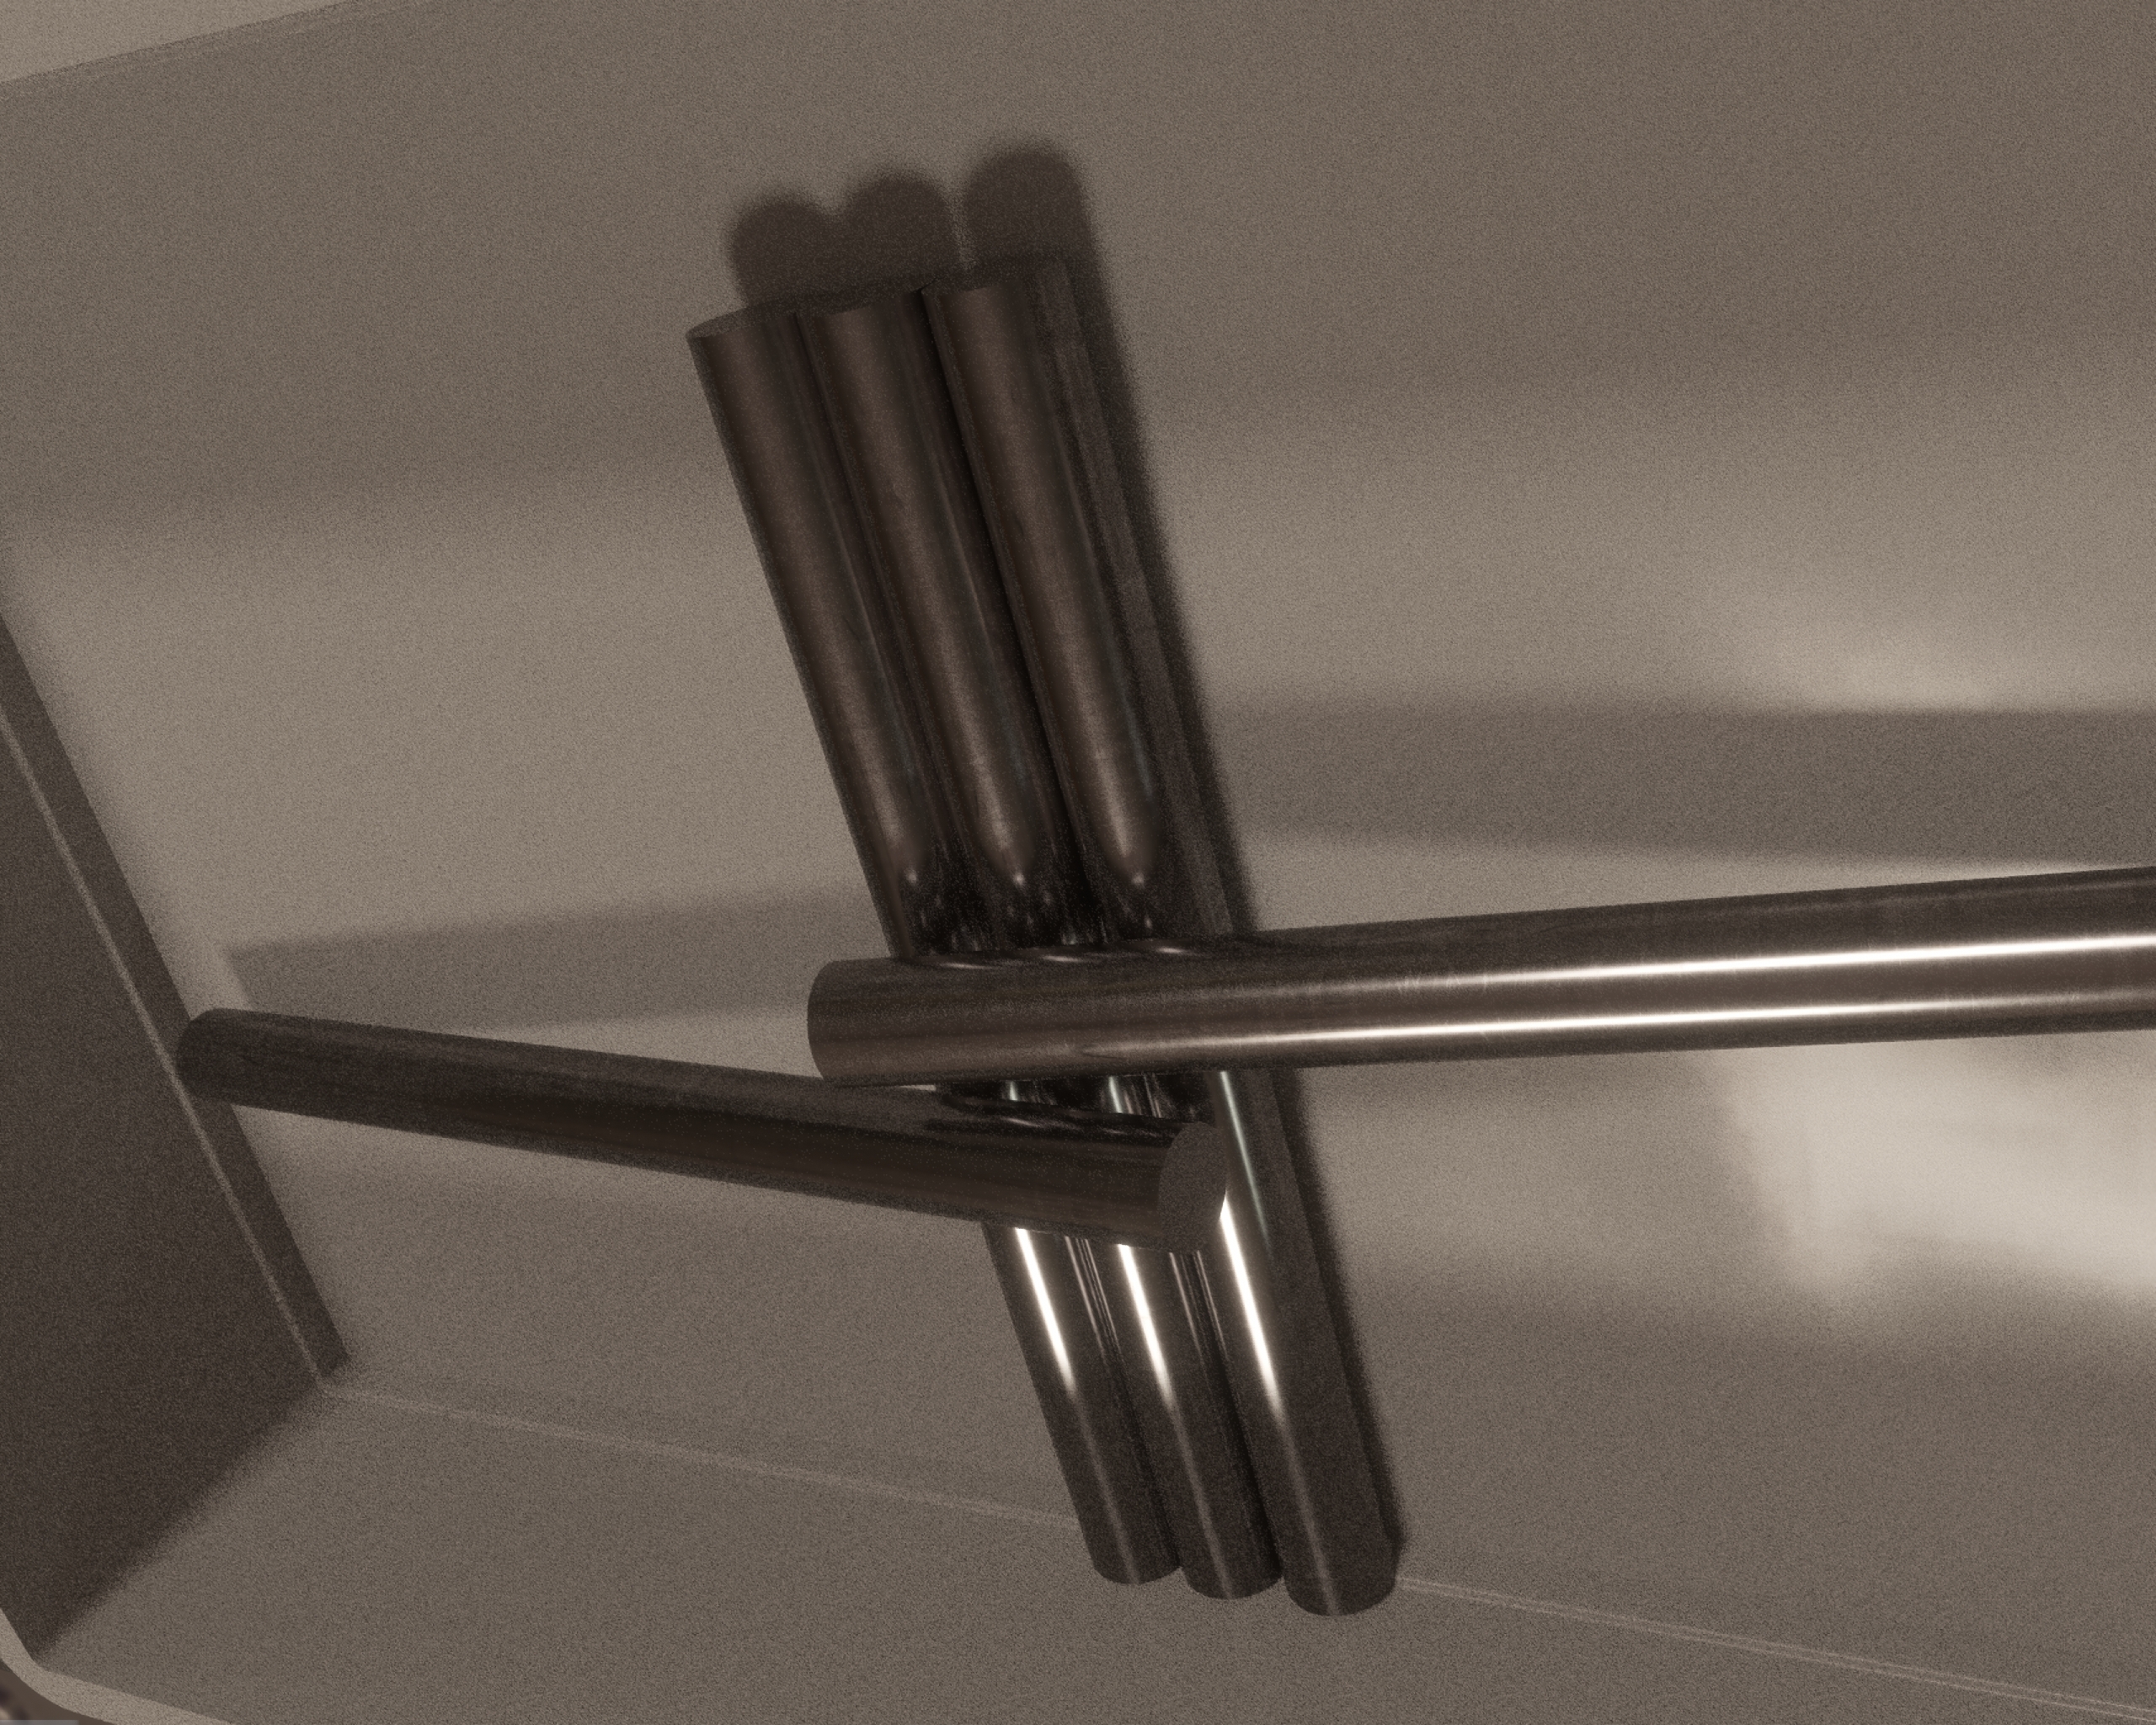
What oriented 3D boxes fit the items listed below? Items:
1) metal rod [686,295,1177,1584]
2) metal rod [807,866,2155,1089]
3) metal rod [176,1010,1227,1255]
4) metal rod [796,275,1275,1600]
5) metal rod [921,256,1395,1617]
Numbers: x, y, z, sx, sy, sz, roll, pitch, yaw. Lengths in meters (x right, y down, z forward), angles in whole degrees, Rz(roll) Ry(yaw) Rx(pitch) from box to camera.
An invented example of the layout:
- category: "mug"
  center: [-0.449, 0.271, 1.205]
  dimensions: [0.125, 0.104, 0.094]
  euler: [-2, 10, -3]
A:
- category: "metal rod"
  center: [-0.022, 0.032, 0.437]
  dimensions: [0.025, 0.025, 0.298]
  euler: [-2, 118, 28]
- category: "metal rod"
  center: [0.092, 0.019, 0.347]
  dimensions: [0.301, 0.025, 0.025]
  euler: [-5, 116, 23]
- category: "metal rod"
  center: [-0.104, 0.056, 0.473]
  dimensions: [0.300, 0.025, 0.025]
  euler: [2, 120, 33]
- category: "metal rod"
  center: [0.000, 0.032, 0.425]
  dimensions: [0.025, 0.025, 0.298]
  euler: [-2, 118, 28]
- category: "metal rod"
  center: [0.023, 0.031, 0.413]
  dimensions: [0.025, 0.025, 0.298]
  euler: [-2, 118, 28]
